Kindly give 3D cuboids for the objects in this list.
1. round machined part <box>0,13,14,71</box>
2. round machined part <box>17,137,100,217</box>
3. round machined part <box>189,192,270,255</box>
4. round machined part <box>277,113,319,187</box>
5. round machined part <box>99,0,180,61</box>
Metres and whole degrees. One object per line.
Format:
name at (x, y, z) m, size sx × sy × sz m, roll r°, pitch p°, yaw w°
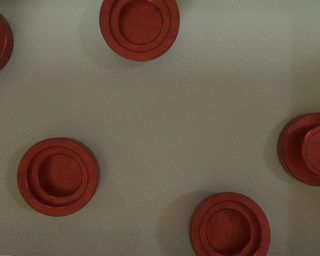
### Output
round machined part at (-0.238, -0.111, 0.400) m, size 0.099 × 0.042 × 0.097 m, roll 0°, pitch 90°, yaw -1°
round machined part at (-0.127, 0.060, 0.401) m, size 0.099 × 0.042 × 0.097 m, roll 0°, pitch 90°, yaw -1°
round machined part at (0.086, 0.132, 0.397) m, size 0.099 × 0.042 × 0.098 m, roll 1°, pitch 77°, yaw -2°
round machined part at (0.210, 0.028, 0.406) m, size 0.099 × 0.042 × 0.097 m, roll 0°, pitch 90°, yaw -1°
round machined part at (-0.024, -0.135, 0.397) m, size 0.099 × 0.042 × 0.097 m, roll 0°, pitch 100°, yaw 2°
